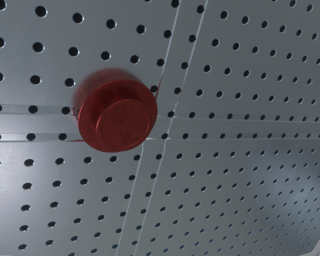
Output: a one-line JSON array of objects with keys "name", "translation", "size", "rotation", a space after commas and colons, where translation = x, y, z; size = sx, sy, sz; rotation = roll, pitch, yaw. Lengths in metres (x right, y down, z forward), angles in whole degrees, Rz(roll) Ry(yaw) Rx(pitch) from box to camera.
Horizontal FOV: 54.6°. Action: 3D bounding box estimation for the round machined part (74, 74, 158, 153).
[{"name": "round machined part", "translation": [-0.047, -0.011, 0.367], "size": [0.099, 0.042, 0.097], "rotation": [-14, 124, -21]}]
